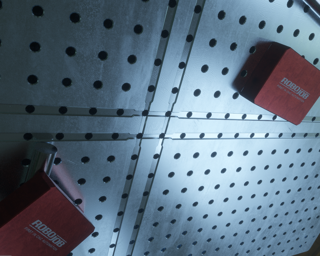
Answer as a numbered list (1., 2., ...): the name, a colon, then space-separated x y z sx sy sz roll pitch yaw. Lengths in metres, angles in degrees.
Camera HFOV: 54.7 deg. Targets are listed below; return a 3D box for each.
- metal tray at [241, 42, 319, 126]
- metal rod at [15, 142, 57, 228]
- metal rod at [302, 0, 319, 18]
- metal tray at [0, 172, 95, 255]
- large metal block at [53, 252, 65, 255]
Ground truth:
1. metal tray: 0.196 -0.064 0.479 0.131 0.030 0.090 19 108 -36
2. metal rod: -0.186 0.152 0.404 0.025 0.025 0.298 10 113 -33
3. metal rod: 0.199 -0.180 0.410 0.302 0.025 0.025 19 108 -36
4. metal tray: -0.144 0.121 0.376 0.090 0.030 0.129 -40 143 -18
5. large metal block: -0.154 0.246 0.464 0.080 0.050 0.080 -39 130 -2
